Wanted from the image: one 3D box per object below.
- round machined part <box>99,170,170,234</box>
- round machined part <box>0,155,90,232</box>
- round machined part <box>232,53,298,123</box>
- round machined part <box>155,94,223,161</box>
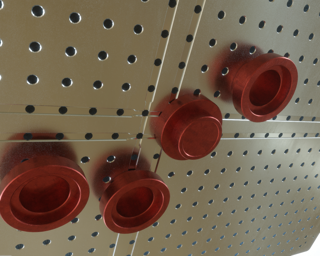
[{"bbox_3d":[-0.039,0.100,0.442,0.099,0.042,0.097,-14,125,-21],"label":"round machined part"},{"bbox_3d":[-0.138,0.073,0.371,0.099,0.042,0.097,-14,125,-21],"label":"round machined part"},{"bbox_3d":[0.144,-0.060,0.444,0.099,0.042,0.097,-14,125,-21],"label":"round machined part"},{"bbox_3d":[0.046,0.005,0.431,0.099,0.042,0.097,-14,125,-21],"label":"round machined part"}]
